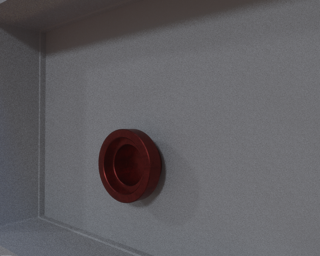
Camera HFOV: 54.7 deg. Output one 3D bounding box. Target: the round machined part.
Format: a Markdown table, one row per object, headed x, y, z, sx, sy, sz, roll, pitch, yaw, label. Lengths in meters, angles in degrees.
| x | y | z | sx | sy | sz | roll | pitch | yaw | label |
| --- | --- | --- | --- | --- | --- | --- | --- | --- | --- |
| -0.036 | 0.050 | 0.424 | 0.098 | 0.042 | 0.097 | 0 | 90 | 39 | round machined part |
